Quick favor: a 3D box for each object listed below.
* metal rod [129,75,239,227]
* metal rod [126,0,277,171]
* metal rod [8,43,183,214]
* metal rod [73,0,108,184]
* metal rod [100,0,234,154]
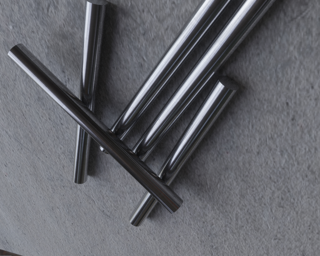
[{"bbox_3d":[0.017,0.053,0.428,0.025,0.025,0.298,34,129,5],"label":"metal rod"},{"bbox_3d":[0.027,-0.035,0.369,0.025,0.025,0.298,39,129,1],"label":"metal rod"},{"bbox_3d":[-0.083,0.003,0.417,0.300,0.025,0.025,45,129,-4],"label":"metal rod"},{"bbox_3d":[-0.104,-0.029,0.441,0.025,0.025,0.298,25,127,12],"label":"metal rod"},{"bbox_3d":[-0.002,-0.058,0.370,0.025,0.025,0.298,41,129,0],"label":"metal rod"}]
